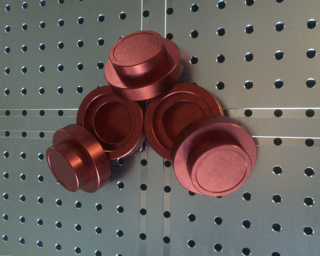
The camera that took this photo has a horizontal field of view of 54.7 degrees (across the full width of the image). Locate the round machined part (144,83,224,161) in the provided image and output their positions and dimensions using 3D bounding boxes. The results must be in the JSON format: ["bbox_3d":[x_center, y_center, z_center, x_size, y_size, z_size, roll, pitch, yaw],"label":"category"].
[{"bbox_3d":[0.033,-0.006,0.391,0.098,0.042,0.097,0,90,19],"label":"round machined part"}]

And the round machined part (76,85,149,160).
[{"bbox_3d":[-0.060,-0.007,0.423,0.098,0.042,0.097,0,90,19],"label":"round machined part"}]

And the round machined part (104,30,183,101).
[{"bbox_3d":[-0.024,-0.084,0.384,0.098,0.042,0.098,-9,49,12],"label":"round machined part"}]

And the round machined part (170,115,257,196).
[{"bbox_3d":[0.064,0.038,0.352,0.099,0.042,0.097,-4,117,-7],"label":"round machined part"}]

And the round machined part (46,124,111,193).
[{"bbox_3d":[-0.116,0.047,0.418,0.098,0.042,0.097,24,130,32],"label":"round machined part"}]
